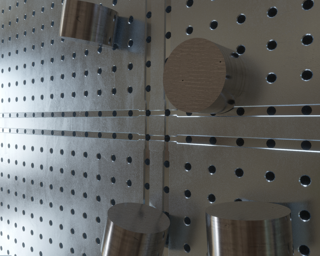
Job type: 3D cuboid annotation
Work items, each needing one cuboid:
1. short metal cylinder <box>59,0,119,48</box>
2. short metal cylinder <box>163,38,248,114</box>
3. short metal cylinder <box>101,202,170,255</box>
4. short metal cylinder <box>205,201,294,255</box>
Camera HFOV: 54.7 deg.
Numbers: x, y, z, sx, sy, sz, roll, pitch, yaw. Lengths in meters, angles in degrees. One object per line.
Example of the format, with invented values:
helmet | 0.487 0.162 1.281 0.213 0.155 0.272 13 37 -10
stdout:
short metal cylinder | -0.105 -0.151 0.457 0.080 0.081 0.050 17 101 38
short metal cylinder | 0.050 -0.056 0.350 0.080 0.050 0.079 0 90 39
short metal cylinder | -0.032 0.137 0.398 0.080 0.081 0.050 19 102 38
short metal cylinder | 0.086 0.105 0.302 0.080 0.081 0.050 -5 87 39
